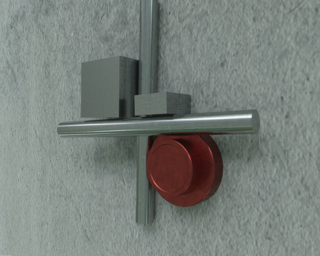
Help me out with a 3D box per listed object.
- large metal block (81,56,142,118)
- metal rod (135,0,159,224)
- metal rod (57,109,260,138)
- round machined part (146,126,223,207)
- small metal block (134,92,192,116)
[{"bbox_3d":[-0.067,-0.054,0.442,0.080,0.050,0.079,1,91,39],"label":"large metal block"},{"bbox_3d":[-0.018,-0.022,0.419,0.025,0.025,0.298,2,91,39],"label":"metal rod"},{"bbox_3d":[-0.027,-0.002,0.394,0.300,0.025,0.025,-2,89,35],"label":"metal rod"},{"bbox_3d":[0.022,0.047,0.374,0.098,0.042,0.097,0,90,39],"label":"round machined part"},{"bbox_3d":[0.004,-0.028,0.385,0.050,0.050,0.025,-2,89,39],"label":"small metal block"}]
